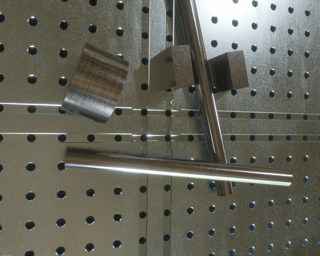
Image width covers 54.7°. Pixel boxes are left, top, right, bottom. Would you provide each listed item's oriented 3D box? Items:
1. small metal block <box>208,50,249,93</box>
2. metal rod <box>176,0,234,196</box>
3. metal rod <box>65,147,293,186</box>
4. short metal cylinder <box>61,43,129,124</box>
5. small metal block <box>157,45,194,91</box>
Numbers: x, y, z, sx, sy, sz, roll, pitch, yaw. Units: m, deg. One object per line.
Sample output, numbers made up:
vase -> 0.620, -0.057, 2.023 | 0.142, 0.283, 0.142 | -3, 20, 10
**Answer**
small metal block -> 0.095, -0.077, 0.434 | 0.025, 0.050, 0.050 | -12, 94, -20
metal rod -> 0.062, -0.051, 0.435 | 0.025, 0.025, 0.298 | -14, 95, -20
metal rod -> 0.034, 0.053, 0.405 | 0.302, 0.025, 0.025 | 7, 88, -13
short metal cylinder -> -0.075, -0.050, 0.356 | 0.050, 0.080, 0.080 | 21, 83, -19
small metal block -> 0.020, -0.078, 0.406 | 0.025, 0.050, 0.050 | -9, 93, -20
